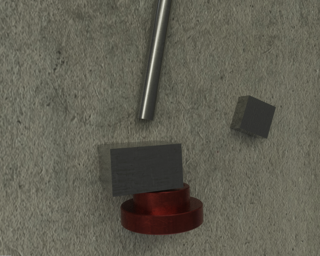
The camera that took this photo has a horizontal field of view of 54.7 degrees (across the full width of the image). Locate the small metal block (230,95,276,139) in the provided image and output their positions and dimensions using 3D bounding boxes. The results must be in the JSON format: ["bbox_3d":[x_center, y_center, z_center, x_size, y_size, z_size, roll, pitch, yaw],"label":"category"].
[{"bbox_3d":[0.139,-0.016,0.462,0.050,0.025,0.050,20,83,-19],"label":"small metal block"}]

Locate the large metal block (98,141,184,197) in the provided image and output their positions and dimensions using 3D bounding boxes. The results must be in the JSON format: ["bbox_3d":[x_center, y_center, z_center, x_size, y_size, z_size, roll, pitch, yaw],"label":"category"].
[{"bbox_3d":[-0.026,0.044,0.371,0.081,0.080,0.050,-3,92,-20],"label":"large metal block"}]

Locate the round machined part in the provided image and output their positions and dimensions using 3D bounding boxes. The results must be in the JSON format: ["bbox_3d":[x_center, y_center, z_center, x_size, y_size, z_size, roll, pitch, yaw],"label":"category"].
[{"bbox_3d":[0.002,0.090,0.372,0.099,0.098,0.042,-2,91,-20],"label":"round machined part"}]

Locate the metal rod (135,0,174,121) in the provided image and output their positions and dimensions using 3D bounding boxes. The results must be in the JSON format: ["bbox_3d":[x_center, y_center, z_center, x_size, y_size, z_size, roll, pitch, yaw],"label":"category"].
[{"bbox_3d":[0.004,-0.158,0.410,0.025,0.025,0.298,10,87,-20],"label":"metal rod"}]
